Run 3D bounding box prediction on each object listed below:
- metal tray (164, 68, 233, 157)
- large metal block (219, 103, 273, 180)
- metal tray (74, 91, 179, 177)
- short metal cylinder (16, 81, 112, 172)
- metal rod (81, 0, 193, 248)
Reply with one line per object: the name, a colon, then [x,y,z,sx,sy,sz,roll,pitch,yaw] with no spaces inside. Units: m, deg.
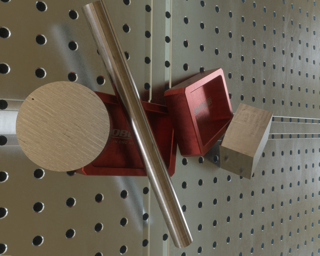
metal tray: [0.061,-0.026,0.432,0.131,0.030,0.089,-35,113,-52]
large metal block: [0.133,0.022,0.481,0.080,0.050,0.080,-59,154,-23]
metal tray: [-0.036,0.012,0.375,0.131,0.030,0.089,9,85,-40]
short metal cylinder: [-0.087,0.000,0.296,0.081,0.050,0.080,0,86,-5]
metal rod: [-0.019,0.010,0.354,0.025,0.025,0.298,-32,110,-36]
